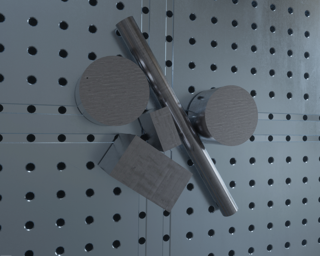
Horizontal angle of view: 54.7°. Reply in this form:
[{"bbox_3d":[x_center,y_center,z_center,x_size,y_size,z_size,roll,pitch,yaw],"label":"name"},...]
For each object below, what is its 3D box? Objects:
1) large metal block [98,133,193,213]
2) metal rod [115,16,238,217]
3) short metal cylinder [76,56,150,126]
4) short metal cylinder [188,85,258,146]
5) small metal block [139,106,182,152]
[{"bbox_3d":[-0.021,0.050,0.371,0.080,0.080,0.050,36,79,-16],"label":"large metal block"},{"bbox_3d":[0.028,-0.008,0.419,0.025,0.025,0.299,-33,101,-17],"label":"metal rod"},{"bbox_3d":[-0.059,-0.042,0.374,0.081,0.050,0.079,0,90,-20],"label":"short metal cylinder"},{"bbox_3d":[0.086,-0.016,0.427,0.081,0.050,0.079,0,90,-20],"label":"short metal cylinder"},{"bbox_3d":[-0.001,0.001,0.395,0.025,0.050,0.050,-23,98,-19],"label":"small metal block"}]
